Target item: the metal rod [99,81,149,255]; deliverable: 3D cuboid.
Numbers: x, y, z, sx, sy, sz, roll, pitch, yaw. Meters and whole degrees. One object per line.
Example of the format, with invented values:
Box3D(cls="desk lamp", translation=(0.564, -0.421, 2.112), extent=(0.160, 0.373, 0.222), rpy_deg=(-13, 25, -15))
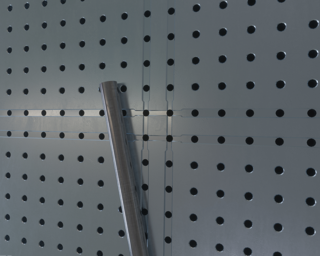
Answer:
Box3D(cls="metal rod", translation=(-0.045, 0.083, 0.428), extent=(0.025, 0.025, 0.298), rpy_deg=(-12, 86, 19))
